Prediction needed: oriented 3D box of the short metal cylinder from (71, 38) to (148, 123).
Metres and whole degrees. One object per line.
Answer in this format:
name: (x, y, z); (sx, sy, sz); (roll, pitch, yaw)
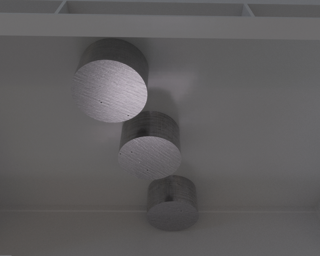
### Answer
short metal cylinder: (-0.054, -0.053, 0.347); (0.081, 0.050, 0.079); (0, 130, 0)

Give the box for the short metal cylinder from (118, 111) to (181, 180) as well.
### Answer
short metal cylinder: (-0.013, 0.024, 0.413); (0.081, 0.050, 0.079); (0, 130, 0)

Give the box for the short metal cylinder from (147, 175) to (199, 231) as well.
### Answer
short metal cylinder: (0.020, 0.121, 0.496); (0.081, 0.050, 0.079); (0, 130, 0)
